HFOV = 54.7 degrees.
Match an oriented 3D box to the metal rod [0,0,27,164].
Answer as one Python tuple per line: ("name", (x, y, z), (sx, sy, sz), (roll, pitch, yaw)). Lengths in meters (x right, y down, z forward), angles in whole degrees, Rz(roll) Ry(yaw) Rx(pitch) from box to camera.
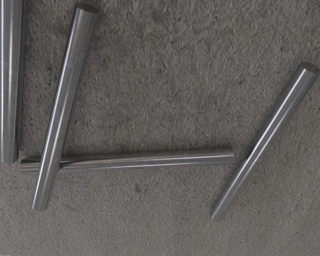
("metal rod", (-0.167, -0.067, 0.348), (0.025, 0.025, 0.298), (14, 129, -12))

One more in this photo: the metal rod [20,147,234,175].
("metal rod", (-0.048, 0.048, 0.446), (0.302, 0.025, 0.025), (-3, 130, 2))

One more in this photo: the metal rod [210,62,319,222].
("metal rod", (0.134, 0.042, 0.443), (0.025, 0.025, 0.298), (11, 129, -9))

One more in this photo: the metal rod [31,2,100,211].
("metal rod", (-0.125, -0.003, 0.382), (0.025, 0.025, 0.298), (16, 122, -14))
